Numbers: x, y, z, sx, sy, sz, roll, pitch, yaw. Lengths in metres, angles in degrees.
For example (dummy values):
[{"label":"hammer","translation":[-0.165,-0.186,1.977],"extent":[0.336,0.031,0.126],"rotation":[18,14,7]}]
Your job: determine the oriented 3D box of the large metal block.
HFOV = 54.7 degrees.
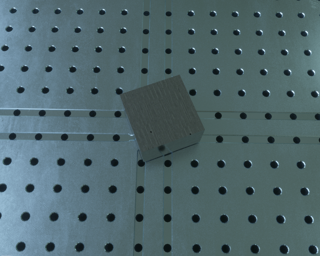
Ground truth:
[{"label":"large metal block","translation":[0.002,-0.011,0.400],"extent":[0.081,0.050,0.080],"rotation":[-20,71,-7]}]
